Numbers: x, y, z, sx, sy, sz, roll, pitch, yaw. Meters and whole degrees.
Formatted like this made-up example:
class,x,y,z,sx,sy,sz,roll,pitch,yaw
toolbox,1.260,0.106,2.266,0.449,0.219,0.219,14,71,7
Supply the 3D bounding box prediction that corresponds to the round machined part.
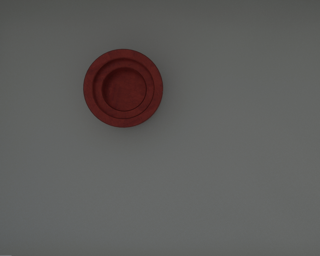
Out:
class,x,y,z,sx,sy,sz,roll,pitch,yaw
round machined part,-0.045,-0.049,0.402,0.099,0.042,0.097,0,90,-1
